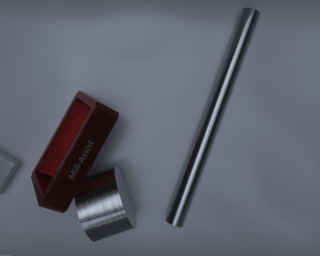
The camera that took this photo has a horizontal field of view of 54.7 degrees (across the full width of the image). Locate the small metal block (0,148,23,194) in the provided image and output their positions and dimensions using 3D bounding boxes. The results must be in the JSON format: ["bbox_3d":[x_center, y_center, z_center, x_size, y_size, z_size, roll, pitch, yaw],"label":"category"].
[{"bbox_3d":[-0.221,0.054,0.409,0.050,0.025,0.050,31,90,-1],"label":"small metal block"}]

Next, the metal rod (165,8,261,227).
[{"bbox_3d":[0.070,-0.014,0.412,0.025,0.025,0.299,20,90,-1],"label":"metal rod"}]

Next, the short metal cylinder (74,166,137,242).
[{"bbox_3d":[-0.066,0.092,0.383,0.050,0.080,0.080,-19,90,0],"label":"short metal cylinder"}]

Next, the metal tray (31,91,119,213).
[{"bbox_3d":[-0.107,0.024,0.376,0.030,0.090,0.130,29,90,-32],"label":"metal tray"}]
